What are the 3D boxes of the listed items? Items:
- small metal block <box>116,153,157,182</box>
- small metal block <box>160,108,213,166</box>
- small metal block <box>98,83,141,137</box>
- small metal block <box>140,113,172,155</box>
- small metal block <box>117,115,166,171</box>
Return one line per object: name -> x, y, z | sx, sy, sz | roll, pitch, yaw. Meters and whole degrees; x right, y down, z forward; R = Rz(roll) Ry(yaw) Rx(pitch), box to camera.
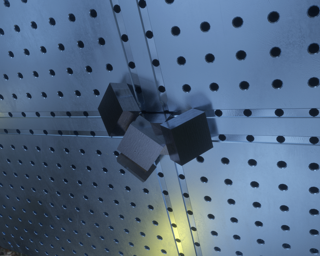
small metal block -> -0.034, 0.052, 0.446 | 0.050, 0.025, 0.050 | 38, 166, 2
small metal block -> 0.034, 0.010, 0.381 | 0.025, 0.050, 0.050 | 24, 136, 56
small metal block -> -0.055, -0.024, 0.410 | 0.050, 0.025, 0.050 | -55, 50, 39
small metal block -> -0.007, 0.008, 0.420 | 0.050, 0.025, 0.050 | 1, 122, 27
small metal block -> -0.021, 0.020, 0.403 | 0.050, 0.025, 0.050 | 35, 129, 4
